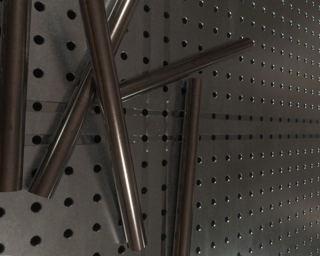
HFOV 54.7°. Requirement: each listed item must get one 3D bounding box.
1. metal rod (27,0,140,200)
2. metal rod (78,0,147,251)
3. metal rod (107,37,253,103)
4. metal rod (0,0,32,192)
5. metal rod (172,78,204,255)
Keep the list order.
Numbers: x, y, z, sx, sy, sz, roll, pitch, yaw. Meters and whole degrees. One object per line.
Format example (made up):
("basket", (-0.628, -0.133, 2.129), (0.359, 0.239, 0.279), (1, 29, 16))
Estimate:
("metal rod", (-0.071, -0.068, 0.350), (0.025, 0.025, 0.299), (32, 70, -36))
("metal rod", (-0.049, 0.004, 0.345), (0.025, 0.025, 0.298), (-22, 111, -38))
("metal rod", (0.043, -0.089, 0.446), (0.302, 0.025, 0.025), (-27, 108, -37))
("metal rod", (-0.137, -0.091, 0.294), (0.025, 0.025, 0.298), (4, 88, -40))
("metal rod", (0.039, 0.078, 0.443), (0.025, 0.025, 0.298), (8, 85, -40))
